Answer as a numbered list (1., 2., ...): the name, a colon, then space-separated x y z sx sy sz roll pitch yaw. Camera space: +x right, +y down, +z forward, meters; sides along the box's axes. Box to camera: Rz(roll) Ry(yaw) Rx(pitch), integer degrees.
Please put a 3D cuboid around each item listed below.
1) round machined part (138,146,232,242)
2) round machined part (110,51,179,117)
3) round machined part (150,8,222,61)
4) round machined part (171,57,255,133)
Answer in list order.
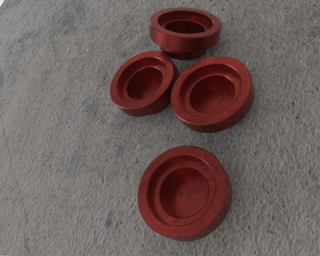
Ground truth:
1. round machined part: 0.029 0.072 0.334 0.098 0.042 0.098 -13 56 21
2. round machined part: -0.017 -0.058 0.438 0.098 0.042 0.098 -13 56 21
3. round machined part: 0.035 -0.131 0.438 0.099 0.042 0.098 2 42 -1
4. round machined part: 0.066 -0.036 0.381 0.098 0.042 0.098 -13 56 21
